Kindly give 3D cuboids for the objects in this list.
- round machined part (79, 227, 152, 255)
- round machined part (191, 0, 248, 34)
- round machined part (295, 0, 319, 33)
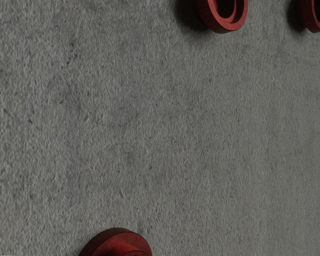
[{"bbox_3d":[-0.046,0.169,0.356,0.099,0.042,0.097,0,90,-40],"label":"round machined part"},{"bbox_3d":[0.085,-0.190,0.464,0.099,0.042,0.097,0,90,-40],"label":"round machined part"},{"bbox_3d":[0.327,-0.254,0.667,0.099,0.042,0.097,0,90,-40],"label":"round machined part"}]
